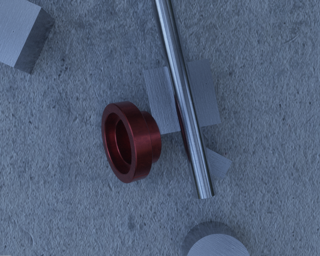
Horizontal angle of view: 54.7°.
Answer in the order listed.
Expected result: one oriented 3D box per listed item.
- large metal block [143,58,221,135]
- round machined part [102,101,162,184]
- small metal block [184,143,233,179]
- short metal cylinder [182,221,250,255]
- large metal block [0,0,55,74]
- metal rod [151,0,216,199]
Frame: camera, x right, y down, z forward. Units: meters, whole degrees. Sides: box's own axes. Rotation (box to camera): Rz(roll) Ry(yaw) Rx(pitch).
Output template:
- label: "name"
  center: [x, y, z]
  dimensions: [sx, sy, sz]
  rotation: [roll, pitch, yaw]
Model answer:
- label: "large metal block"
  center: [0.027, -0.038, 0.398]
  dimensions: [0.080, 0.050, 0.080]
  rotation: [-11, 90, -1]
- label: "round machined part"
  center: [-0.033, 0.015, 0.380]
  dimensions: [0.042, 0.098, 0.097]
  rotation: [-12, 90, -30]
- label: "small metal block"
  center: [0.059, 0.039, 0.398]
  dimensions: [0.050, 0.050, 0.025]
  rotation: [28, 90, -1]
- label: "short metal cylinder"
  center: [0.070, 0.167, 0.399]
  dimensions: [0.081, 0.050, 0.079]
  rotation: [0, 90, -1]
- label: "large metal block"
  center: [-0.195, -0.125, 0.395]
  dimensions: [0.080, 0.050, 0.080]
  rotation: [24, 90, -1]
- label: "metal rod"
  center: [0.021, -0.067, 0.360]
  dimensions: [0.025, 0.025, 0.298]
  rotation: [-13, 90, 0]
